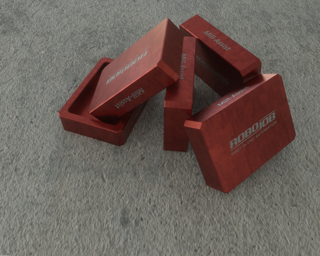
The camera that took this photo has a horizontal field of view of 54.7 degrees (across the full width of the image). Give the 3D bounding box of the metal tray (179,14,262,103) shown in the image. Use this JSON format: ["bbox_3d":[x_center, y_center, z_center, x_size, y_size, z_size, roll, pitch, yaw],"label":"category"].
[{"bbox_3d":[0.083,-0.090,0.436,0.030,0.090,0.130,-35,57,-9],"label":"metal tray"}]

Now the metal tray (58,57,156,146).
[{"bbox_3d":[-0.068,-0.042,0.436,0.090,0.030,0.130,16,52,12],"label":"metal tray"}]

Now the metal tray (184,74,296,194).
[{"bbox_3d":[0.098,0.003,0.361,0.131,0.090,0.030,-32,22,-24],"label":"metal tray"}]

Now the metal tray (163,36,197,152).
[{"bbox_3d":[0.026,-0.046,0.401,0.030,0.089,0.130,5,51,4],"label":"metal tray"}]

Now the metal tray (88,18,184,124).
[{"bbox_3d":[-0.031,-0.068,0.388,0.130,0.030,0.090,-28,38,36],"label":"metal tray"}]
